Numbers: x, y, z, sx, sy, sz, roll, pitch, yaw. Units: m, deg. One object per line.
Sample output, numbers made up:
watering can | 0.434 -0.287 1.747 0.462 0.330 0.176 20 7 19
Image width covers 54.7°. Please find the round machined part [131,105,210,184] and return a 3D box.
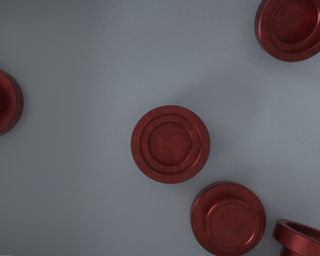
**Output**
round machined part | 0.013 0.020 0.403 0.099 0.042 0.097 0 90 -1

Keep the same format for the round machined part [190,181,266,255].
round machined part | 0.090 0.121 0.404 0.099 0.042 0.097 0 90 -1

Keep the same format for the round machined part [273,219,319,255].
round machined part | 0.187 0.151 0.378 0.099 0.098 0.042 18 90 -1

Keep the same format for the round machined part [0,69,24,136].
round machined part | -0.235 -0.034 0.400 0.099 0.042 0.097 0 90 -1

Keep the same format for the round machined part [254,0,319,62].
round machined part | 0.168 -0.137 0.393 0.099 0.042 0.097 -1 117 -2
